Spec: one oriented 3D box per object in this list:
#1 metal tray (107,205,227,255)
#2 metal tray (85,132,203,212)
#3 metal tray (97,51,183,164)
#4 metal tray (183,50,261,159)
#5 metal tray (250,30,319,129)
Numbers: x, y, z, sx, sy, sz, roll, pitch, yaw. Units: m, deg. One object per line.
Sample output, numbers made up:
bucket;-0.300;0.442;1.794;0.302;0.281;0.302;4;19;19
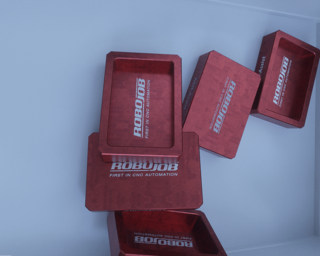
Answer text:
metal tray;0.006;0.134;0.376;0.131;0.090;0.030;12;111;-20
metal tray;-0.019;0.052;0.369;0.131;0.030;0.090;0;72;-4
metal tray;-0.021;-0.026;0.363;0.091;0.030;0.130;2;68;-3
metal tray;0.081;-0.031;0.437;0.091;0.030;0.130;23;82;-19
metal tray;0.191;-0.072;0.477;0.091;0.030;0.129;17;84;-19
